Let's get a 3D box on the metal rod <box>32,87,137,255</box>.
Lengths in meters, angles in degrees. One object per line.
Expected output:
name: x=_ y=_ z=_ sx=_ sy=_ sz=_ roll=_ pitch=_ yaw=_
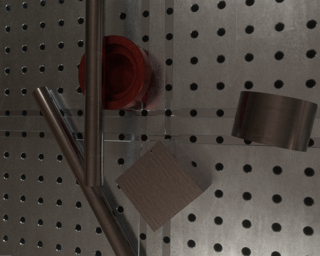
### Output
metal rod: x=-0.109 y=0.070 z=0.449 sx=0.025 sy=0.025 sz=0.299 roll=-34 pitch=80 yaw=16

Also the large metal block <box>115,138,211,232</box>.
large metal block: x=0.005 y=0.070 z=0.397 sx=0.080 sy=0.050 sz=0.080 roll=-43 pitch=77 yaw=14

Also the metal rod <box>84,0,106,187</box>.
metal rod: x=-0.083 y=-0.076 z=0.395 sx=0.025 sy=0.025 sz=0.298 roll=1 pitch=90 yaw=19

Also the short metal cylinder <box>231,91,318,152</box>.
short metal cylinder: x=0.124 y=-0.008 z=0.340 sx=0.080 sy=0.080 sz=0.050 roll=13 pitch=95 yaw=19

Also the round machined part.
round machined part: x=-0.058 y=-0.073 z=0.423 sx=0.098 sy=0.042 sz=0.097 roll=0 pitch=90 yaw=19
